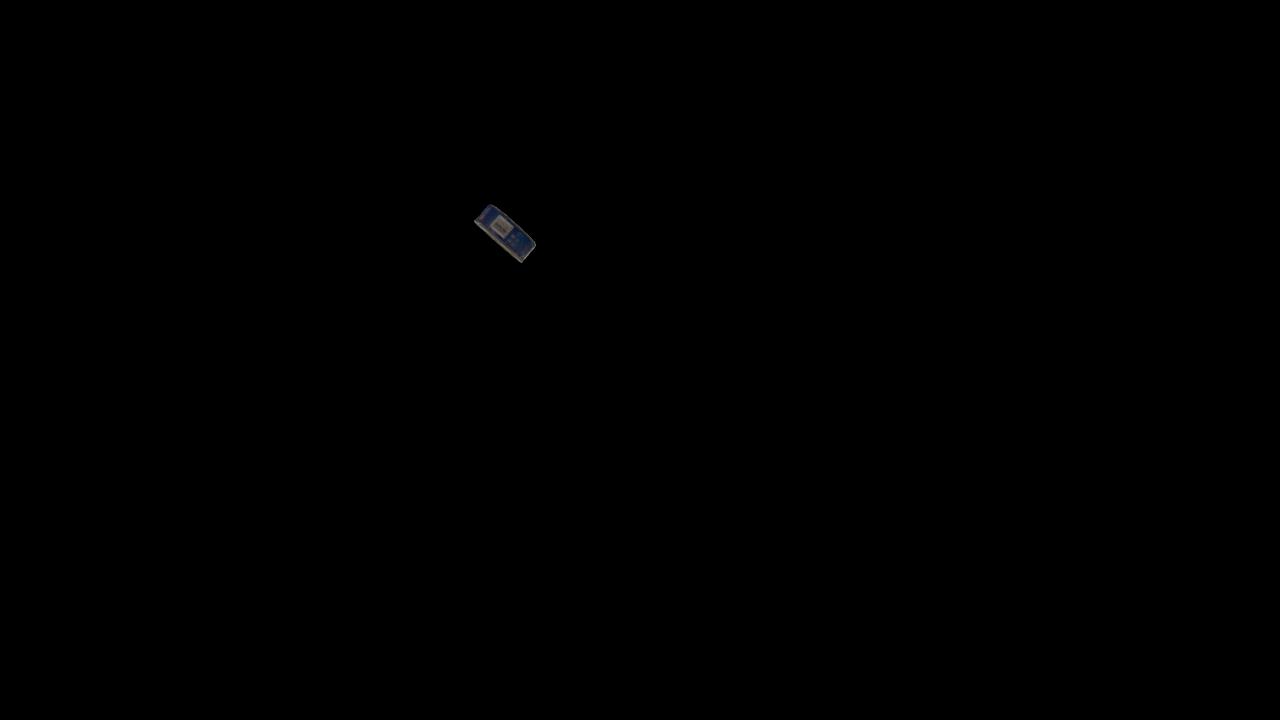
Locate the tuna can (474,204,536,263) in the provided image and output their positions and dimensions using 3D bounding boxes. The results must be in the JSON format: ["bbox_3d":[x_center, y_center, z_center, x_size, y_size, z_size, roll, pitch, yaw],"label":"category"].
[{"bbox_3d":[-0.182,-0.172,0.835,0.084,0.034,0.084,40,-2,2],"label":"tuna can"}]
